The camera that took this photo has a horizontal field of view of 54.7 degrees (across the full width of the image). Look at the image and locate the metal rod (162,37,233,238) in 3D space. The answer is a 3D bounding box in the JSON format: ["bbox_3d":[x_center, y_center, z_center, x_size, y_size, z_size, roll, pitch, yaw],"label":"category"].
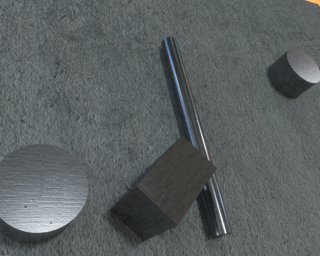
[{"bbox_3d":[0.044,-0.005,0.430,0.025,0.025,0.299,2,61,-27],"label":"metal rod"}]

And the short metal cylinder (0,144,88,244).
[{"bbox_3d":[-0.113,0.062,0.289,0.081,0.050,0.080,14,56,-21],"label":"short metal cylinder"}]

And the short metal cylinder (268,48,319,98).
[{"bbox_3d":[0.254,-0.104,0.588,0.081,0.050,0.080,14,56,-21],"label":"short metal cylinder"}]

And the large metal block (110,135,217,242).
[{"bbox_3d":[0.003,0.065,0.330,0.050,0.080,0.080,44,51,2],"label":"large metal block"}]
